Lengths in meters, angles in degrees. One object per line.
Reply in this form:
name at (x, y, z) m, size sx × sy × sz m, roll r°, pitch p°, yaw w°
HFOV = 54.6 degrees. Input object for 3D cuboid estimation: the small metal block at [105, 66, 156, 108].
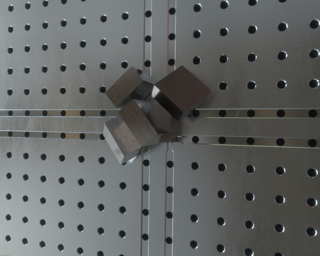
small metal block at (-0.037, -0.052, 0.413) m, size 0.050 × 0.050 × 0.025 m, roll -43°, pitch 77°, yaw 15°

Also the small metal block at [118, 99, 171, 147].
small metal block at (-0.018, -0.006, 0.379) m, size 0.025 × 0.050 × 0.050 m, roll -38°, pitch 79°, yaw 15°

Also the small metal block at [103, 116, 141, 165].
small metal block at (-0.052, 0.017, 0.415) m, size 0.025 × 0.050 × 0.050 m, roll -28°, pitch 79°, yaw -20°

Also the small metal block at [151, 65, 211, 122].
small metal block at (0.026, -0.044, 0.389) m, size 0.050 × 0.025 × 0.050 m, roll -38°, pitch 74°, yaw -25°

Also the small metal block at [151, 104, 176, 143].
small metal block at (-0.006, -0.006, 0.415) m, size 0.050 × 0.025 × 0.050 m, roll 1°, pitch 90°, yaw 19°
